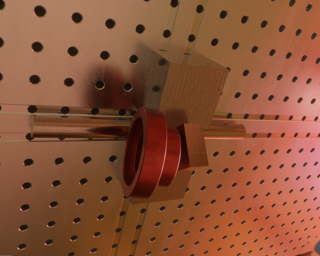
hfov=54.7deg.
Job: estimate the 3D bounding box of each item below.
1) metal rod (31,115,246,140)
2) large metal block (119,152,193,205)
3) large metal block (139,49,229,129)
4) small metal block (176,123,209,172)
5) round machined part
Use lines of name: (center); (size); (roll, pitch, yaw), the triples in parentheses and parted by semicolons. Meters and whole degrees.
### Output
metal rod: (-0.007, 0.002, 0.409); (0.303, 0.025, 0.025); (2, 118, -29)
large metal block: (-0.003, 0.054, 0.427); (0.081, 0.050, 0.079); (1, 118, -29)
large metal block: (0.027, -0.046, 0.381); (0.081, 0.050, 0.079); (0, 118, -29)
small metal block: (0.029, 0.025, 0.370); (0.025, 0.050, 0.050); (1, 74, -29)
round machined part: (-0.009, 0.029, 0.339); (0.042, 0.098, 0.097); (11, 114, -17)
